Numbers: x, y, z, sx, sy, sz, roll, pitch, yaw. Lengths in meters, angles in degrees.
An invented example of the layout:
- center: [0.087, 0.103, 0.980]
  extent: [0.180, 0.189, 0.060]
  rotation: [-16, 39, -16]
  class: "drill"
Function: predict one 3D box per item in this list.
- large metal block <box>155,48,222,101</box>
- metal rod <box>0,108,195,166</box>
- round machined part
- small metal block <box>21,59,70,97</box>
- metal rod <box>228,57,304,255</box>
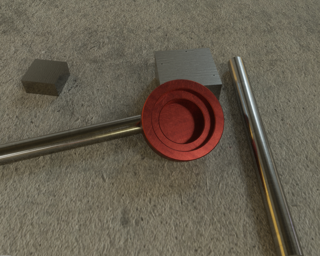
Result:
- center: [0.037, -0.068, 0.445]
  extent: [0.081, 0.050, 0.080]
  rotation: [-5, 50, -5]
  class: "large metal block"
- center: [-0.099, 0.011, 0.392]
  extent: [0.302, 0.025, 0.025]
  rotation: [-13, 51, -11]
  class: "metal rod"
- center: [0.025, -0.007, 0.380]
  extent: [0.099, 0.042, 0.097]
  rotation: [2, 80, -9]
  class: "round machined part"
- center: [-0.170, -0.076, 0.465]
  extent: [0.050, 0.025, 0.050]
  rotation: [7, 50, 5]
  class: "small metal block"
- center: [0.123, 0.011, 0.395]
  extent: [0.025, 0.025, 0.300]
  rotation: [-1, 50, -1]
  class: "metal rod"
